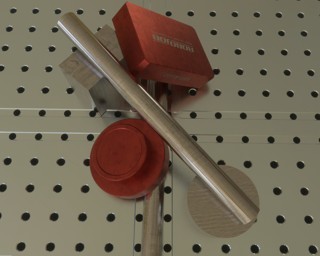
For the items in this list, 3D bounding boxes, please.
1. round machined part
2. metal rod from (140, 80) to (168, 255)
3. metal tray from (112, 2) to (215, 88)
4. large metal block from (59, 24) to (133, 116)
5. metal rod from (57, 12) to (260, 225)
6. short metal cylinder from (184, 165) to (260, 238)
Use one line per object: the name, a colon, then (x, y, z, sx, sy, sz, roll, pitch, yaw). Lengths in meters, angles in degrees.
round machined part: (-0.041, 0.033, 0.373, 0.098, 0.042, 0.098, -6, 69, 16)
metal rod: (-0.004, 0.015, 0.406, 0.025, 0.025, 0.299, 2, 70, 0)
metal tray: (0.008, -0.104, 0.405, 0.131, 0.030, 0.090, 1, 62, -45)
large metal block: (-0.075, -0.073, 0.409, 0.050, 0.080, 0.080, 40, 75, 13)
metal rod: (-0.007, -0.016, 0.342, 0.025, 0.025, 0.300, -42, 83, -14)
short metal cylinder: (0.070, 0.088, 0.367, 0.081, 0.050, 0.080, 0, 70, 0)
